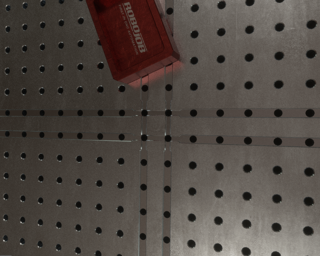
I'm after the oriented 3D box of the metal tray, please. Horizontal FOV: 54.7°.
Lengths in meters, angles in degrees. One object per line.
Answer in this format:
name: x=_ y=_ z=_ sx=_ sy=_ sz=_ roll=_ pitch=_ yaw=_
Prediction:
metal tray: x=-0.038 y=-0.137 z=0.422 sx=0.090 sy=0.030 sz=0.129 roll=-22 pitch=83 yaw=18
